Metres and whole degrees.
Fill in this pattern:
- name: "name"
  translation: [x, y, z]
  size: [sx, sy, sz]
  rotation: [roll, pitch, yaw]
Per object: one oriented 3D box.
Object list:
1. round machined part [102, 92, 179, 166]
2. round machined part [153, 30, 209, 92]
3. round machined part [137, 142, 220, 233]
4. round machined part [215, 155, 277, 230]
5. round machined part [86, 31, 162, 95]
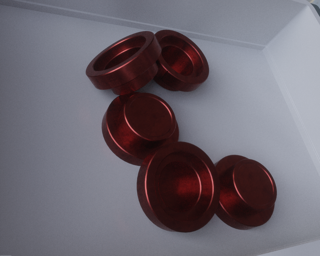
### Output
- name: "round machined part"
  translation: [-0.019, -0.005, 0.388]
  size: [0.099, 0.042, 0.098]
  rotation: [14, 56, -21]
- name: "round machined part"
  translation: [0.021, -0.094, 0.458]
  size: [0.099, 0.042, 0.098]
  rotation: [18, 52, -25]
- name: "round machined part"
  translation: [0.017, 0.067, 0.353]
  size: [0.099, 0.042, 0.098]
  rotation: [9, 71, -29]
- name: "round machined part"
  translation: [0.113, 0.079, 0.407]
  size: [0.099, 0.042, 0.098]
  rotation: [14, 56, -21]
- name: "round machined part"
  translation: [-0.041, -0.079, 0.396]
  size: [0.042, 0.098, 0.098]
  rotation: [58, 43, -33]
